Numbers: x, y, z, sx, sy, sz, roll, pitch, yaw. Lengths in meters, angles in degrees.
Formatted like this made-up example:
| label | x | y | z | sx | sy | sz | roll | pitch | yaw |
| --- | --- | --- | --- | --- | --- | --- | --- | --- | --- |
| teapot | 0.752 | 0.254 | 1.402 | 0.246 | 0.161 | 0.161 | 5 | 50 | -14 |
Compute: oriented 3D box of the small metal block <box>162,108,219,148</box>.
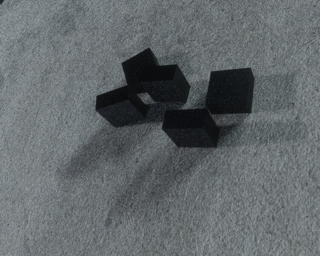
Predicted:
| label | x | y | z | sx | sy | sz | roll | pitch | yaw |
| --- | --- | --- | --- | --- | --- | --- | --- | --- | --- |
| small metal block | 0.037 | 0.001 | 0.367 | 0.050 | 0.050 | 0.025 | -1 | 62 | 28 |

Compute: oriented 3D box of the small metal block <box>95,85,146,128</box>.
| label | x | y | z | sx | sy | sz | roll | pitch | yaw |
| --- | --- | --- | --- | --- | --- | --- | --- | --- | --- |
| small metal block | -0.054 | -0.029 | 0.434 | 0.050 | 0.050 | 0.025 | -16 | 56 | 19 |

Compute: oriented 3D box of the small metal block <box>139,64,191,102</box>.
| label | x | y | z | sx | sy | sz | roll | pitch | yaw |
| --- | --- | --- | --- | --- | --- | --- | --- | --- | --- |
| small metal block | 0.007 | -0.059 | 0.420 | 0.050 | 0.050 | 0.025 | 2 | 63 | 29 |

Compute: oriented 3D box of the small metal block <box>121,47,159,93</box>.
| label | x | y | z | sx | sy | sz | roll | pitch | yaw |
| --- | --- | --- | --- | --- | --- | --- | --- | --- | --- |
| small metal block | -0.027 | -0.087 | 0.471 | 0.050 | 0.025 | 0.050 | -27 | 52 | 11 |

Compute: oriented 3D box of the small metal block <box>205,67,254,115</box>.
| label | x | y | z | sx | sy | sz | roll | pitch | yaw |
| --- | --- | --- | --- | --- | --- | --- | --- | --- | --- |
| small metal block | 0.088 | -0.045 | 0.386 | 0.050 | 0.025 | 0.050 | -1 | 61 | 27 |
